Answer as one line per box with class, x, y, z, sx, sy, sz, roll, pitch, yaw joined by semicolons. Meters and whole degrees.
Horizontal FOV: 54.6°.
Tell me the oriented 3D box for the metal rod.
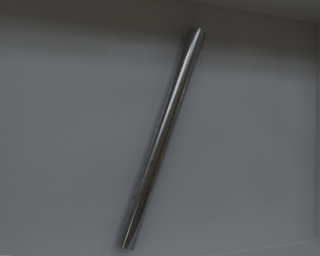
metal rod;0.004;0.008;0.409;0.025;0.025;0.299;21;83;-19
